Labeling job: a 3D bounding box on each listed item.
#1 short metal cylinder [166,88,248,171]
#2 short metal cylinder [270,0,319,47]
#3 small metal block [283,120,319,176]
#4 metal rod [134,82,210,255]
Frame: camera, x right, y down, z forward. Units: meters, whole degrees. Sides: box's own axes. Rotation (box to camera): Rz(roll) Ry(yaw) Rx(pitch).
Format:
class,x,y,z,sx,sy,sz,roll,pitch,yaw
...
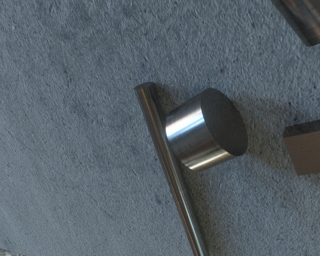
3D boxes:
class,x,y,z,sx,sy,sz,roll,pitch,yaw
short metal cylinder,0.053,0.002,0.345,0.050,0.080,0.080,-31,102,38
short metal cylinder,0.132,-0.108,0.235,0.050,0.080,0.080,49,129,-7
small metal block,0.167,0.020,0.332,0.050,0.025,0.050,-16,110,34
metal rod,0.024,0.078,0.442,0.025,0.025,0.298,-5,116,30
